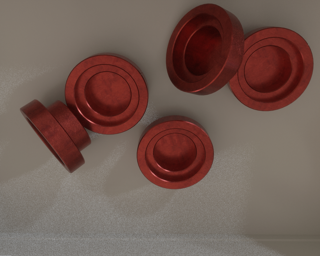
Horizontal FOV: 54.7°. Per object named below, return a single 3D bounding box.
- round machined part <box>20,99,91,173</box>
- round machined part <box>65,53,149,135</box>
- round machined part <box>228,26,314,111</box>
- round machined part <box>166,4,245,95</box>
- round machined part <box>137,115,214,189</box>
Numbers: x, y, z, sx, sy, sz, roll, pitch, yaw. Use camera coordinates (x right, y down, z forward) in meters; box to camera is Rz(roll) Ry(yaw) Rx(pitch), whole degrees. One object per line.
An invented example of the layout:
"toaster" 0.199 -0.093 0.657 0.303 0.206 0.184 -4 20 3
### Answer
"round machined part" -0.122 0.005 0.381 0.042 0.098 0.098 -39 109 -21
"round machined part" -0.063 -0.044 0.385 0.099 0.042 0.097 0 110 -1
"round machined part" 0.128 -0.073 0.377 0.099 0.042 0.097 0 110 -1
"round machined part" 0.055 -0.085 0.352 0.042 0.098 0.097 8 114 -40
"round machined part" 0.020 0.029 0.413 0.099 0.042 0.097 0 110 -1
